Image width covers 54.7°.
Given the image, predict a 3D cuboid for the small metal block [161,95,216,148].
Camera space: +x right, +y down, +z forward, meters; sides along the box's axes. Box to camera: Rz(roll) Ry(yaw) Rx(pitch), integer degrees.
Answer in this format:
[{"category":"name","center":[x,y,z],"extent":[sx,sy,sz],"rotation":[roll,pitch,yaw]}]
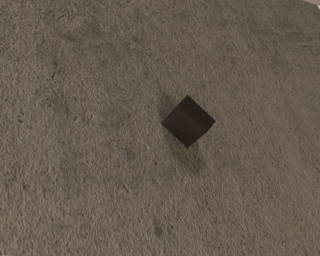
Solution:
[{"category":"small metal block","center":[0.037,-0.008,0.414],"extent":[0.050,0.050,0.025],"rotation":[43,51,1]}]
